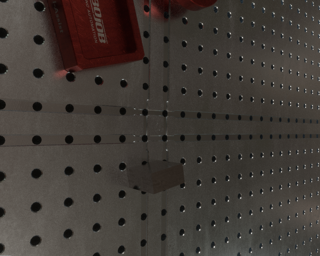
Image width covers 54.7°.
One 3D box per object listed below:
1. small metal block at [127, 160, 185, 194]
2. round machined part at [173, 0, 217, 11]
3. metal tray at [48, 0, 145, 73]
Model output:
[{"bbox_3d":[-0.006,0.060,0.390,0.050,0.050,0.025,-11,98,-40],"label":"small metal block"},{"bbox_3d":[0.040,-0.214,0.433,0.099,0.042,0.097,0,90,-40],"label":"round machined part"},{"bbox_3d":[-0.073,-0.134,0.345,0.091,0.030,0.129,-20,103,-38],"label":"metal tray"}]
